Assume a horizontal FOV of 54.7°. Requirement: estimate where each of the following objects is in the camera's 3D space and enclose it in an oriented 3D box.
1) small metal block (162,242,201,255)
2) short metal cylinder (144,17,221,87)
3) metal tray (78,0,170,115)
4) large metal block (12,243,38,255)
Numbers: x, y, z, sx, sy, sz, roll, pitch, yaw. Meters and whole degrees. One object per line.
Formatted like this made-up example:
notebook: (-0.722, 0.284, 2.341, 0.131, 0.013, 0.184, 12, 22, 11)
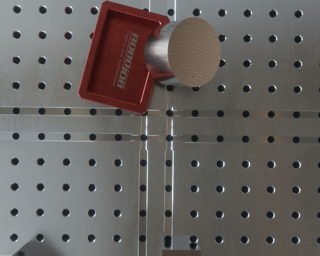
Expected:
small metal block: (0.027, 0.183, 0.414, 0.050, 0.025, 0.050, 1, 90, 0)
short metal cylinder: (0.028, -0.092, 0.383, 0.081, 0.050, 0.079, -7, 102, -33)
metal tray: (-0.046, -0.091, 0.410, 0.090, 0.030, 0.129, 15, 90, 0)
large metal block: (-0.186, 0.214, 0.399, 0.080, 0.050, 0.080, -42, 90, 0)
